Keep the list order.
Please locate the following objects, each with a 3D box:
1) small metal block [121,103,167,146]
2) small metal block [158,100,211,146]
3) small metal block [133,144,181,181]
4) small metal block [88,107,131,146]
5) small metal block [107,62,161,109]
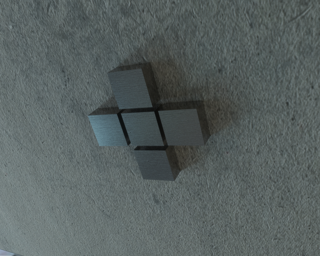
[{"bbox_3d":[-0.018,-0.004,0.414,0.050,0.025,0.050,-2,118,28],"label":"small metal block"},{"bbox_3d":[0.031,-0.006,0.387,0.050,0.025,0.050,-2,118,28],"label":"small metal block"},{"bbox_3d":[-0.003,0.046,0.437,0.050,0.025,0.050,-2,118,29],"label":"small metal block"},{"bbox_3d":[-0.068,-0.002,0.441,0.050,0.025,0.050,-2,118,28],"label":"small metal block"},{"bbox_3d":[-0.032,-0.053,0.391,0.050,0.025,0.050,-2,118,28],"label":"small metal block"}]
